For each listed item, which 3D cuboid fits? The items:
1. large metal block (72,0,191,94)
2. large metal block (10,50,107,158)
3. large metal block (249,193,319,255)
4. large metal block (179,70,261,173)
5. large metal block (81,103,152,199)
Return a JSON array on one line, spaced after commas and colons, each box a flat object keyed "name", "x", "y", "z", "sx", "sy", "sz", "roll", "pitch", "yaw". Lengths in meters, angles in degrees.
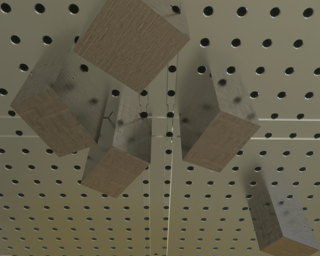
[{"name": "large metal block", "x": -0.028, "y": -0.095, "z": 0.314, "sx": 0.080, "sy": 0.050, "sz": 0.080, "roll": 31, "pitch": 123, "yaw": -24}, {"name": "large metal block", "x": -0.107, "y": -0.028, "z": 0.351, "sx": 0.050, "sy": 0.080, "sz": 0.080, "roll": -19, "pitch": 128, "yaw": 15}, {"name": "large metal block", "x": 0.205, "y": 0.167, "z": 0.519, "sx": 0.080, "sy": 0.080, "sz": 0.050, "roll": 25, "pitch": 126, "yaw": -20}, {"name": "large metal block", "x": 0.066, "y": -0.008, "z": 0.369, "sx": 0.050, "sy": 0.080, "sz": 0.080, "roll": 20, "pitch": 127, "yaw": -16}, {"name": "large metal block", "x": -0.054, "y": 0.030, "z": 0.400, "sx": 0.050, "sy": 0.080, "sz": 0.080, "roll": 28, "pitch": 125, "yaw": -22}]
